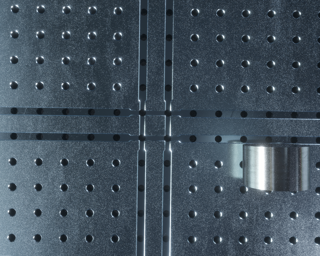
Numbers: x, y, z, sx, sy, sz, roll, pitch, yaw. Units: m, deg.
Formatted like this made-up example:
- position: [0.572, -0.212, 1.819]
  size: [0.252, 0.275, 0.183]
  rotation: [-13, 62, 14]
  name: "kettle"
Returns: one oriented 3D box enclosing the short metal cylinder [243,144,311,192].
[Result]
- position: [0.145, 0.046, 0.388]
  size: [0.081, 0.080, 0.050]
  rotation: [0, 90, -1]
  name: "short metal cylinder"
